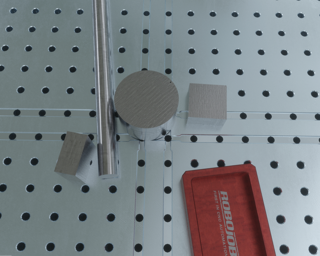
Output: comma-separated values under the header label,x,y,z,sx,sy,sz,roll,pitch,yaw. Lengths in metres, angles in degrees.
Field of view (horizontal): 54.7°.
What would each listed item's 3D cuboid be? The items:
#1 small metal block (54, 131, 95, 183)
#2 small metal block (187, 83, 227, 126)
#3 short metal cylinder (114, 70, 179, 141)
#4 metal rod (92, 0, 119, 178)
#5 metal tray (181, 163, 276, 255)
label,x,y,z,sx,sy,sz,roll,pitch,yaw
small metal block,-0.103,0.037,0.384,0.025,0.050,0.050,11,70,4
small metal block,0.064,-0.032,0.424,0.050,0.025,0.050,4,70,1
short metal cylinder,-0.017,-0.029,0.409,0.081,0.050,0.080,0,70,0
metal rod,-0.080,-0.079,0.439,0.025,0.025,0.299,-6,70,-2
metal tray,0.079,0.113,0.368,0.091,0.030,0.129,-6,70,-3
